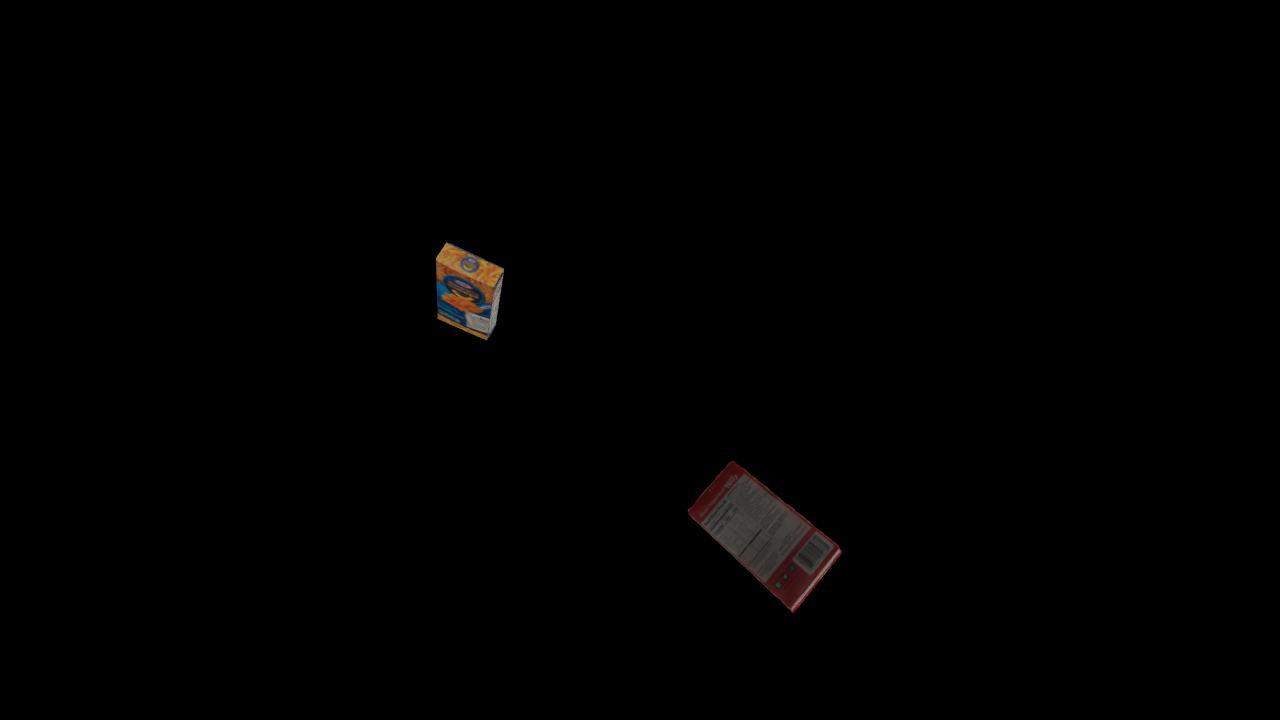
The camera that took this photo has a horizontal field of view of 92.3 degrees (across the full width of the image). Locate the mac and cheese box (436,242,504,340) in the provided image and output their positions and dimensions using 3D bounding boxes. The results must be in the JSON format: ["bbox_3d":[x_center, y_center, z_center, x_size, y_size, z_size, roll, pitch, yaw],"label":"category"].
[{"bbox_3d":[-0.264,-0.100,0.949,0.093,0.041,0.184,26,-28,-4],"label":"mac and cheese box"}]

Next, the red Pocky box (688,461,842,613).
[{"bbox_3d":[0.133,0.187,0.672,0.155,0.083,0.028,38,-6,38],"label":"red Pocky box"}]
